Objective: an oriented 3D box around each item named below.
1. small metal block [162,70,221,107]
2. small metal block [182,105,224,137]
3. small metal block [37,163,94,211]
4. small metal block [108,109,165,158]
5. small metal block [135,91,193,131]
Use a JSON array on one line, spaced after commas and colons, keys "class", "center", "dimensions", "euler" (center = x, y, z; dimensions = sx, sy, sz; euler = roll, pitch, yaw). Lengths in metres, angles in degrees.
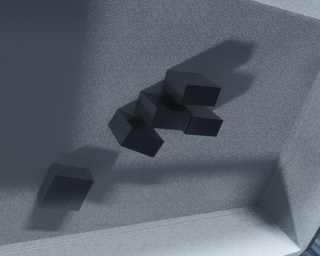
[{"class": "small metal block", "center": [0.038, -0.050, 0.384], "dimensions": [0.050, 0.050, 0.025], "euler": [1, 118, -29]}, {"class": "small metal block", "center": [0.046, -0.013, 0.412], "dimensions": [0.050, 0.050, 0.025], "euler": [5, 116, -31]}, {"class": "small metal block", "center": [-0.119, 0.076, 0.391], "dimensions": [0.050, 0.025, 0.050], "euler": [17, 109, -35]}, {"class": "small metal block", "center": [-0.030, 0.006, 0.381], "dimensions": [0.050, 0.050, 0.025], "euler": [24, 105, -37]}, {"class": "small metal block", "center": [0.004, -0.021, 0.383], "dimensions": [0.050, 0.050, 0.025], "euler": [5, 116, -31]}]
